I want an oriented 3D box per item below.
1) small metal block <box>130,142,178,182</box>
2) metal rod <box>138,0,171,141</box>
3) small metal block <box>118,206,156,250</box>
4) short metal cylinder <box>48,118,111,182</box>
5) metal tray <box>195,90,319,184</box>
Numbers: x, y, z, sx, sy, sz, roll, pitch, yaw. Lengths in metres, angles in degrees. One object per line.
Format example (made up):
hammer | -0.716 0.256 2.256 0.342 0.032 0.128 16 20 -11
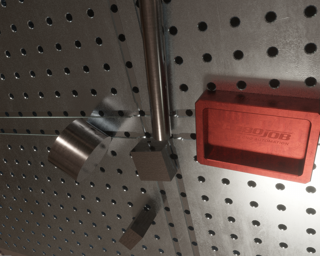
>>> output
small metal block | -0.008 0.048 0.444 0.050 0.025 0.050 -4 117 29
metal rod | -0.009 -0.119 0.341 0.025 0.025 0.298 9 122 23
small metal block | -0.037 0.167 0.517 0.025 0.050 0.050 37 129 3
short metal cylinder | -0.116 0.032 0.455 0.050 0.080 0.079 33 129 6
metal tray | 0.108 0.008 0.355 0.130 0.030 0.089 8 122 23
